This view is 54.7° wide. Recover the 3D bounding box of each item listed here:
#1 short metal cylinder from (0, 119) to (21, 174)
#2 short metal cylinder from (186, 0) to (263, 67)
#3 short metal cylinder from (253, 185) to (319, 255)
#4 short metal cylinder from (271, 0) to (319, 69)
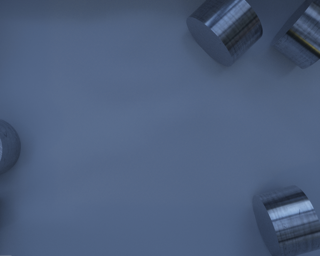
[{"bbox_3d":[-0.230,0.026,0.396,0.081,0.050,0.079,0,90,-1],"label":"short metal cylinder"},{"bbox_3d":[0.079,-0.123,0.385,0.050,0.080,0.080,-44,91,0],"label":"short metal cylinder"},{"bbox_3d":[0.156,0.117,0.386,0.050,0.080,0.080,-15,90,0],"label":"short metal cylinder"},{"bbox_3d":[0.186,-0.121,0.386,0.050,0.080,0.080,37,90,-1],"label":"short metal cylinder"}]
